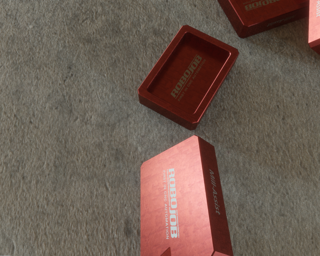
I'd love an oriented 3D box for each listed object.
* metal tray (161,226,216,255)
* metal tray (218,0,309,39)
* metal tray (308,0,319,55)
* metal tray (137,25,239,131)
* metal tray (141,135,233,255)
[{"bbox_3d":[0.007,0.168,0.310,0.130,0.090,0.030,-41,50,-14],"label":"metal tray"},{"bbox_3d":[0.166,-0.201,0.480,0.131,0.030,0.090,-21,72,-8],"label":"metal tray"},{"bbox_3d":[0.253,-0.156,0.441,0.091,0.030,0.130,22,68,-29],"label":"metal tray"},{"bbox_3d":[0.040,-0.072,0.432,0.090,0.030,0.130,29,72,10],"label":"metal tray"},{"bbox_3d":[0.021,0.082,0.328,0.090,0.030,0.130,-31,44,31],"label":"metal tray"}]
